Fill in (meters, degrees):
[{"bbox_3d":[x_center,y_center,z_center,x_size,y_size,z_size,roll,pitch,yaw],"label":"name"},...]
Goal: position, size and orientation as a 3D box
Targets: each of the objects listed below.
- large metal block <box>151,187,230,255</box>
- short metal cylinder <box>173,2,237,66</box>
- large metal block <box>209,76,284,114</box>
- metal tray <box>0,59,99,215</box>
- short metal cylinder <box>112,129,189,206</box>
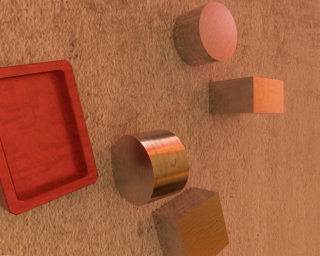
[{"bbox_3d":[0.044,0.138,0.425,0.081,0.050,0.080,-23,105,-38],"label":"large metal block"},{"bbox_3d":[0.065,-0.132,0.442,0.081,0.050,0.080,0,90,-40],"label":"short metal cylinder"},{"bbox_3d":[0.133,-0.047,0.480,0.081,0.080,0.050,-2,91,-40],"label":"large metal block"},{"bbox_3d":[-0.119,0.005,0.301,0.091,0.030,0.129,-19,102,-38],"label":"metal tray"},{"bbox_3d":[-0.013,0.044,0.358,0.050,0.080,0.079,-9,96,-40],"label":"short metal cylinder"}]
